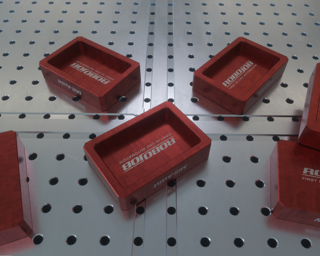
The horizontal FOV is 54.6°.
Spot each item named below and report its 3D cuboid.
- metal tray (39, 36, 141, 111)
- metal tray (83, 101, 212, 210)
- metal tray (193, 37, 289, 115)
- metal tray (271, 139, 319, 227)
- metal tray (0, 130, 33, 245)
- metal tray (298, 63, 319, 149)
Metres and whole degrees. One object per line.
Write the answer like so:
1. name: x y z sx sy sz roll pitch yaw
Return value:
1. metal tray: -0.106 -0.088 0.477 0.130 0.030 0.090 29 56 22
2. metal tray: -0.014 0.028 0.381 0.131 0.030 0.090 -29 56 -22
3. metal tray: 0.123 -0.084 0.475 0.090 0.030 0.131 34 58 25
4. metal tray: 0.196 0.066 0.350 0.131 0.030 0.090 10 51 8
5. metal tray: -0.199 0.069 0.346 0.091 0.030 0.130 -16 52 -13
6. metal tray: 0.231 -0.023 0.385 0.090 0.030 0.130 18 52 15
